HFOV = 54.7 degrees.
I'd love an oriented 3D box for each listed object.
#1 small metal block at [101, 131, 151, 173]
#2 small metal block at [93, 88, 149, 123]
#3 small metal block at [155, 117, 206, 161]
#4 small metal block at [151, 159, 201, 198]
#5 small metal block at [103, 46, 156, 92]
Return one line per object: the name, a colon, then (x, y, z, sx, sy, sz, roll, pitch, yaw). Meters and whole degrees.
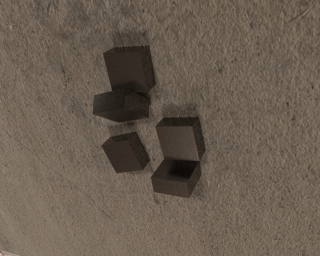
small metal block: (-0.050, 0.037, 0.454, 0.050, 0.025, 0.050, -12, 112, 33)
small metal block: (-0.049, -0.027, 0.395, 0.050, 0.050, 0.025, -8, 74, 31)
small metal block: (0.027, 0.014, 0.400, 0.050, 0.025, 0.050, -1, 118, 28)
small metal block: (0.023, 0.065, 0.418, 0.050, 0.050, 0.025, 5, 121, 25)
small metal block: (-0.037, -0.072, 0.380, 0.050, 0.025, 0.050, 4, 120, 25)
